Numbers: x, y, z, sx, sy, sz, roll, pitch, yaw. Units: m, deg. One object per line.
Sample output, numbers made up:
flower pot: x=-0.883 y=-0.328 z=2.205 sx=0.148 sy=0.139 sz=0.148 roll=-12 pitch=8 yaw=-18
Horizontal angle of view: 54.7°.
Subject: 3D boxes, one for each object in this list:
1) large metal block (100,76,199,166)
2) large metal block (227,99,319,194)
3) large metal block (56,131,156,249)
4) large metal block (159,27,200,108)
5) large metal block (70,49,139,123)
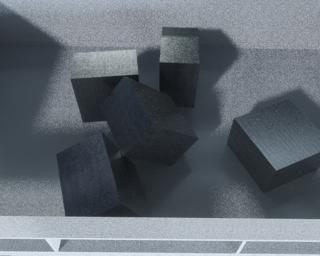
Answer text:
large metal block: x=-0.013 y=-0.007 z=0.367 sx=0.080 sy=0.050 sz=0.080 roll=18 pitch=33 yaw=-46
large metal block: x=0.141 y=0.020 z=0.374 sx=0.081 sy=0.050 sz=0.080 roll=-19 pitch=53 yaw=-16
large metal block: x=-0.052 y=0.063 z=0.307 sx=0.050 sy=0.080 sz=0.080 roll=-28 pitch=53 yaw=5
large metal block: x=0.026 y=-0.086 z=0.442 sx=0.050 sy=0.080 sz=0.080 roll=2 pitch=50 yaw=2
large metal block: x=-0.069 y=-0.055 z=0.415 sx=0.081 sy=0.080 sz=0.050 roll=-5 pitch=50 yaw=-4
